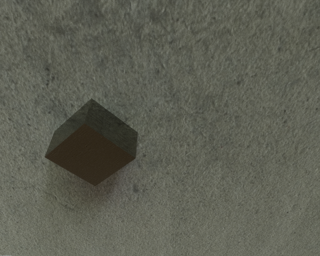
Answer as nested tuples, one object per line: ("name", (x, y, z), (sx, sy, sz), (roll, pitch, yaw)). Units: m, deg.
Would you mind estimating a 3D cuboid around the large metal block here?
("large metal block", (-0.088, 0.021, 0.408), (0.080, 0.050, 0.080), (-36, 122, 26))
